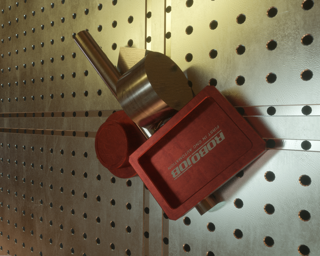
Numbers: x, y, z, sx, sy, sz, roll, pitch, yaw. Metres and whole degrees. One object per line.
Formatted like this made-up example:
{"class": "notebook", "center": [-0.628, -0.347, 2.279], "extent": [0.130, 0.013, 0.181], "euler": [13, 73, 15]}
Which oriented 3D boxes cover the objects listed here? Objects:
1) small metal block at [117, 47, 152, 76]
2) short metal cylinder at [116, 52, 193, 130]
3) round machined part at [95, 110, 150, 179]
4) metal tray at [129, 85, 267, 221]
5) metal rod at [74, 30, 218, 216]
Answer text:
{"class": "small metal block", "center": [-0.034, -0.085, 0.436], "extent": [0.050, 0.025, 0.050], "euler": [17, 101, 38]}
{"class": "short metal cylinder", "center": [-0.006, -0.045, 0.376], "extent": [0.050, 0.081, 0.080], "euler": [-31, 71, 35]}
{"class": "round machined part", "center": [-0.055, 0.023, 0.440], "extent": [0.098, 0.042, 0.097], "euler": [0, 90, 39]}
{"class": "metal tray", "center": [0.039, 0.028, 0.345], "extent": [0.130, 0.030, 0.090], "euler": [-42, 71, 14]}
{"class": "metal rod", "center": [-0.027, -0.018, 0.408], "extent": [0.025, 0.025, 0.299], "euler": [-47, 70, 29]}
